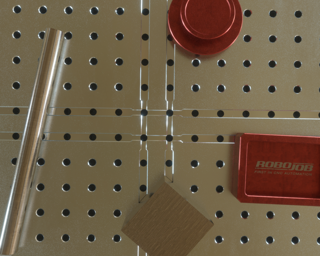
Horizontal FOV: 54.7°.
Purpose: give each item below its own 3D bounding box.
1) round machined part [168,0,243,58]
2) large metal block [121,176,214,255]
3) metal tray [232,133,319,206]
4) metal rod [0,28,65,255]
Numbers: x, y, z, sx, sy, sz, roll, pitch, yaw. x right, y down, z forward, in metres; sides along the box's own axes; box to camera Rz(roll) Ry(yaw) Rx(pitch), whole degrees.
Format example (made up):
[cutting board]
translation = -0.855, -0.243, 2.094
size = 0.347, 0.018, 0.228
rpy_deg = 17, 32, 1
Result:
[round machined part]
translation = 0.060, -0.144, 0.405
size = 0.099, 0.042, 0.097
rpy_deg = 0, 90, 0
[large metal block]
translation = 0.009, 0.121, 0.401
size = 0.080, 0.050, 0.080
rpy_deg = 42, 90, 0
[metal tray]
translation = 0.166, 0.054, 0.412
size = 0.131, 0.030, 0.089
rpy_deg = 3, 90, 0
[metal rod]
translation = -0.171, 0.017, 0.411
size = 0.025, 0.025, 0.298
rpy_deg = 12, 90, 0
